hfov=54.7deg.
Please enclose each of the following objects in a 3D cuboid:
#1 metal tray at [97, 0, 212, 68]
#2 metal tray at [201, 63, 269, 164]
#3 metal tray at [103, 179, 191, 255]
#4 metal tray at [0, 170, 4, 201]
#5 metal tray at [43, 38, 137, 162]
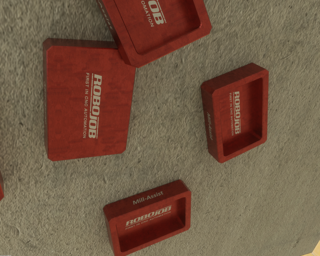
[{"bbox_3d":[-0.015,-0.133,0.289,0.090,0.030,0.129,-28,112,-11],"label":"metal tray"},{"bbox_3d":[0.112,-0.019,0.452,0.091,0.030,0.129,-23,127,-14],"label":"metal tray"},{"bbox_3d":[-0.016,0.140,0.481,0.131,0.030,0.089,-16,125,-20],"label":"metal tray"},{"bbox_3d":[-0.215,0.026,0.301,0.091,0.030,0.129,-12,124,-22],"label":"metal tray"},{"bbox_3d":[-0.079,-0.029,0.342,0.091,0.030,0.129,-5,121,-26],"label":"metal tray"}]
